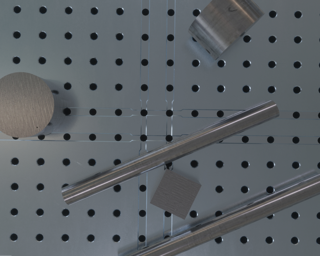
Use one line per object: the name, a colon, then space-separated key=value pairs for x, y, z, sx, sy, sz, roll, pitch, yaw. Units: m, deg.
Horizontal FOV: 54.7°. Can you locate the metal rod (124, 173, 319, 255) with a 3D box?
metal rod: x=0.084 y=0.129 z=0.414 sx=0.301 sy=0.025 sz=0.025 roll=-23 pitch=90 yaw=0

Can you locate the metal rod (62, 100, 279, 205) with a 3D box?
metal rod: x=0.014 y=0.032 z=0.413 sx=0.301 sy=0.025 sz=0.025 roll=-23 pitch=90 yaw=0

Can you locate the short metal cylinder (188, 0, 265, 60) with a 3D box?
short metal cylinder: x=0.082 y=-0.131 z=0.387 sx=0.080 sy=0.080 sz=0.050 roll=-43 pitch=90 yaw=0

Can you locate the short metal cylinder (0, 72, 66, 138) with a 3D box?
short metal cylinder: x=-0.168 y=-0.028 z=0.399 sx=0.081 sy=0.050 sz=0.079 roll=0 pitch=90 yaw=0

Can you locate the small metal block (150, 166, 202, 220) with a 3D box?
small metal block: x=0.020 y=0.086 z=0.414 sx=0.050 sy=0.025 sz=0.050 roll=26 pitch=90 yaw=0
